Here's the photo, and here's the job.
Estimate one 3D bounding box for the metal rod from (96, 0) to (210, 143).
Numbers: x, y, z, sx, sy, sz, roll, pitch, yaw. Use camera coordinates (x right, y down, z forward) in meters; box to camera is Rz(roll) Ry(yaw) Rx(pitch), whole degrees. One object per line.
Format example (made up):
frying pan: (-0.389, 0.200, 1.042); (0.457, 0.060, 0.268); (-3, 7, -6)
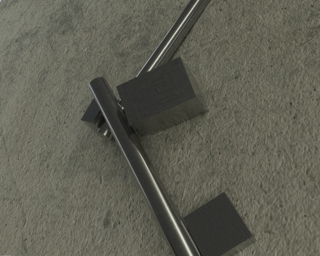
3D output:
metal rod: (0.003, -0.108, 0.453); (0.025, 0.025, 0.300); (19, 67, 35)

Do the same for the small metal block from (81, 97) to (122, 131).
small metal block: (-0.075, -0.018, 0.435); (0.025, 0.050, 0.050); (13, 68, 38)

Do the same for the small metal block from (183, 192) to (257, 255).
small metal block: (0.059, 0.101, 0.310); (0.050, 0.025, 0.050); (-34, 52, 5)

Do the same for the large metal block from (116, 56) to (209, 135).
large metal block: (0.007, -0.034, 0.377); (0.080, 0.080, 0.050); (-23, 75, 14)

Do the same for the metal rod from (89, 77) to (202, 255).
metal rod: (-0.014, 0.056, 0.341); (0.025, 0.025, 0.299); (-34, 62, 6)
